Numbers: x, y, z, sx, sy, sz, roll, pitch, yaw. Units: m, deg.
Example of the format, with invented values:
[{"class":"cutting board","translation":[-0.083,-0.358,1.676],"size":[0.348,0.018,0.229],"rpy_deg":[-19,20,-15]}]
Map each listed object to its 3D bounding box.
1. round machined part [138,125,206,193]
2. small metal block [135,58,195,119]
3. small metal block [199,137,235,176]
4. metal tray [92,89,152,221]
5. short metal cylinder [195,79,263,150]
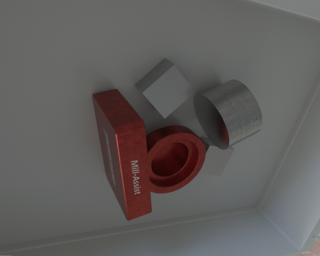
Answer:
[{"class":"round machined part","translation":[0.010,0.038,0.424],"size":[0.099,0.042,0.097],"rpy_deg":[-14,125,-21]},{"class":"small metal block","translation":[0.006,-0.048,0.382],"size":[0.050,0.025,0.050],"rpy_deg":[-42,128,1]},{"class":"small metal block","translation":[0.079,0.045,0.480],"size":[0.050,0.025,0.050],"rpy_deg":[10,113,-32]},{"class":"metal tray","translation":[-0.044,0.031,0.361],"size":[0.030,0.090,0.129],"rpy_deg":[-16,125,-19]},{"class":"short metal cylinder","translation":[0.089,-0.018,0.411],"size":[0.050,0.080,0.080],"rpy_deg":[-26,128,-13]}]
